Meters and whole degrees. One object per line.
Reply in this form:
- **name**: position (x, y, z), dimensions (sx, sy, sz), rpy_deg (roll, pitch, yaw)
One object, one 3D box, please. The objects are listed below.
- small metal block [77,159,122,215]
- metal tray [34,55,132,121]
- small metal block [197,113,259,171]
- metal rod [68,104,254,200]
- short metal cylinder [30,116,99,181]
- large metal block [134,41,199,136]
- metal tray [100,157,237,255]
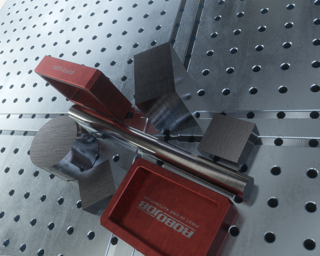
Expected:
- **small metal block**: position (-0.076, 0.076, 0.402), dimensions (0.050, 0.025, 0.050), rpy_deg (-28, 52, 10)
- **metal tray**: position (-0.114, -0.060, 0.462), dimensions (0.130, 0.090, 0.030), rpy_deg (20, 73, 35)
- **small metal block**: position (0.079, 0.015, 0.357), dimensions (0.050, 0.025, 0.050), rpy_deg (19, 71, 35)
- **metal rod**: position (-0.022, 0.018, 0.408), dimensions (0.300, 0.025, 0.025), rpy_deg (21, 73, 36)
- **short metal cylinder**: position (-0.137, 0.029, 0.445), dimensions (0.080, 0.050, 0.080), rpy_deg (-13, 56, 21)
- **large metal block**: position (0.008, -0.048, 0.400), dimensions (0.050, 0.080, 0.080), rpy_deg (-17, 55, 19)
- **metal tray**: position (0.006, 0.096, 0.342), dimensions (0.130, 0.030, 0.090), rpy_deg (20, 72, 35)
